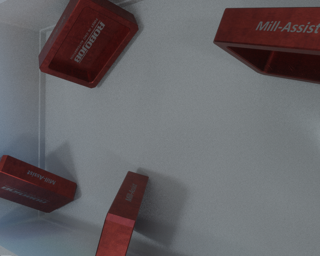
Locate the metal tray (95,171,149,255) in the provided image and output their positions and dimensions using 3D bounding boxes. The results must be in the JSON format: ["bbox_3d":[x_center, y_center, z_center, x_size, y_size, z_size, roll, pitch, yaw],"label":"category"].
[{"bbox_3d":[-0.046,0.118,0.379,0.030,0.130,0.089,16,103,1],"label":"metal tray"}]

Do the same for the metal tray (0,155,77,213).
[{"bbox_3d":[-0.219,0.098,0.518,0.090,0.130,0.030,-31,41,35],"label":"metal tray"}]

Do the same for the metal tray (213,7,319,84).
[{"bbox_3d":[0.120,-0.062,0.249,0.130,0.091,0.030,23,95,46],"label":"metal tray"}]

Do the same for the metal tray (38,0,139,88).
[{"bbox_3d":[-0.104,-0.122,0.444,0.129,0.091,0.030,-45,47,30],"label":"metal tray"}]
